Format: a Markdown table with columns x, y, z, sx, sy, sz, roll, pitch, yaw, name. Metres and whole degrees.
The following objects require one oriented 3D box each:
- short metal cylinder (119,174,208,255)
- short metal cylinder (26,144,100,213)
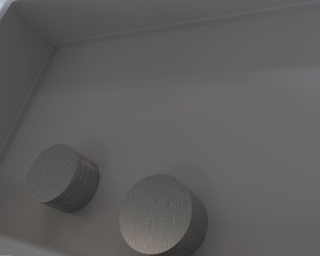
| x | y | z | sx | sy | sz | roll | pitch | yaw | name |
| --- | --- | --- | --- | --- | --- | --- | --- | --- | --- |
| 0.005 | 0.095 | 0.329 | 0.080 | 0.050 | 0.080 | -13 | 56 | 21 | short metal cylinder |
| -0.130 | 0.068 | 0.416 | 0.080 | 0.050 | 0.080 | -13 | 56 | 21 | short metal cylinder |
